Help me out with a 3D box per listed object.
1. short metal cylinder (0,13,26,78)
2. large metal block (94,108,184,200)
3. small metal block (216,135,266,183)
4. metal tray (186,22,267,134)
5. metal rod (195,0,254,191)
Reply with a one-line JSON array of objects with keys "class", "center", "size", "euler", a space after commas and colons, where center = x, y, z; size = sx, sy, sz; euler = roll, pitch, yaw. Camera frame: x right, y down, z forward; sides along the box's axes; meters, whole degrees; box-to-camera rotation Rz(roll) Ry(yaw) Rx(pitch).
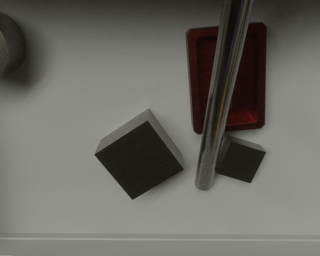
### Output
[{"class": "short metal cylinder", "center": [-0.206, -0.096, 0.360], "size": [0.081, 0.050, 0.079], "euler": [0, 110, -1]}, {"class": "large metal block", "center": [-0.026, 0.034, 0.410], "size": [0.080, 0.050, 0.080], "euler": [-33, 107, 11]}, {"class": "small metal block", "center": [0.110, 0.043, 0.429], "size": [0.050, 0.025, 0.050], "euler": [17, 109, -7]}, {"class": "metal tray", "center": [0.082, -0.061, 0.387], "size": [0.091, 0.030, 0.129], "euler": [-6, 110, 1]}, {"class": "metal rod", "center": [0.064, -0.026, 0.338], "size": [0.025, 0.025, 0.298], "euler": [0, 135, -1]}]
